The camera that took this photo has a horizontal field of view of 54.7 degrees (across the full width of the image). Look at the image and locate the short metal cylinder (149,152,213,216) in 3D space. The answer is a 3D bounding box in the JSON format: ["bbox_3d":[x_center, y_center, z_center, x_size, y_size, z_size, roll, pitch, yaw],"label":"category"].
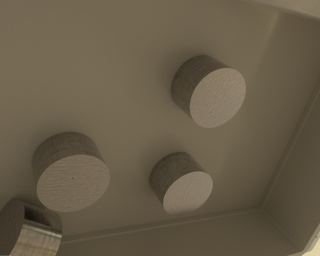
[{"bbox_3d":[0.031,0.083,0.460,0.081,0.050,0.079,-14,124,-21],"label":"short metal cylinder"}]

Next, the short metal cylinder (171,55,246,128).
[{"bbox_3d":[0.061,-0.047,0.397,0.081,0.050,0.079,-14,124,-21],"label":"short metal cylinder"}]

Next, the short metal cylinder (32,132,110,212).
[{"bbox_3d":[-0.106,0.051,0.366,0.081,0.050,0.079,-14,124,-21],"label":"short metal cylinder"}]

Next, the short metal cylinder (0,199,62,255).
[{"bbox_3d":[-0.162,0.131,0.365,0.080,0.080,0.050,-48,129,6],"label":"short metal cylinder"}]
